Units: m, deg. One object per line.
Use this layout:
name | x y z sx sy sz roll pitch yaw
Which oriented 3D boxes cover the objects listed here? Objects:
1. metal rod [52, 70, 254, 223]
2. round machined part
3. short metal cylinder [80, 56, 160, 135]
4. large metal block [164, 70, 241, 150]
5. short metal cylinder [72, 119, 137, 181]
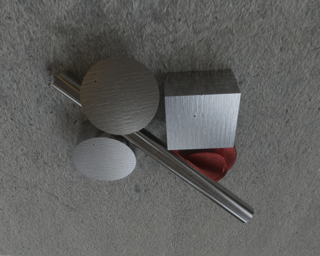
metal rod | 0.000 0.030 0.390 0.301 0.025 0.025 37 122 -12
round machined part | 0.058 0.044 0.434 0.099 0.042 0.097 0 130 0
short metal cylinder | -0.045 -0.034 0.338 0.081 0.050 0.079 -1 92 -14
large metal block | 0.047 -0.021 0.372 0.080 0.050 0.079 -3 130 2
short metal cylinder | -0.071 0.025 0.414 0.081 0.050 0.079 0 130 0
